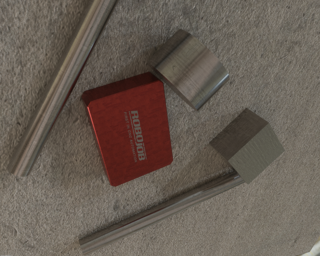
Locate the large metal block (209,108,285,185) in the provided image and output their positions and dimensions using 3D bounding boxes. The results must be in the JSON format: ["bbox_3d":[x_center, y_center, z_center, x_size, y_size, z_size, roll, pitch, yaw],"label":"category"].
[{"bbox_3d":[0.138,0.030,0.487,0.080,0.050,0.080,-43,130,1],"label":"large metal block"}]

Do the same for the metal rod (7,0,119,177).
[{"bbox_3d":[-0.083,-0.077,0.314,0.025,0.025,0.299,21,107,-37],"label":"metal rod"}]

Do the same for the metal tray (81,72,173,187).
[{"bbox_3d":[-0.036,0.004,0.388,0.091,0.030,0.129,-20,127,-17],"label":"metal tray"}]

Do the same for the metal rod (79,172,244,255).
[{"bbox_3d":[0.021,0.127,0.498,0.302,0.025,0.025,-20,126,-17],"label":"metal rod"}]

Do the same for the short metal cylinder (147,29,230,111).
[{"bbox_3d":[0.032,-0.064,0.350,0.050,0.080,0.080,-46,130,3],"label":"short metal cylinder"}]
